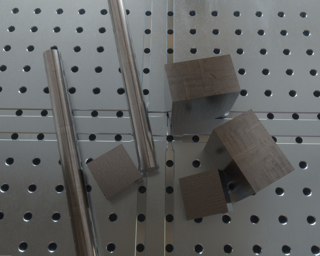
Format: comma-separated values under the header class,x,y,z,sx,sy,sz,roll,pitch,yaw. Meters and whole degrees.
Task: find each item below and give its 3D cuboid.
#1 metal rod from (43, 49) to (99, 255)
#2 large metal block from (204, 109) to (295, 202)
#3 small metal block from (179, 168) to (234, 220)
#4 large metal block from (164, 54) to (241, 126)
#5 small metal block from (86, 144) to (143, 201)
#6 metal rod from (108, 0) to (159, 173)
class,x,y,z,sx,sy,sz,roll,pitch,yaw
metal rod,-0.117,0.029,0.400,0.025,0.025,0.299,-14,71,-5
large metal block,0.100,0.036,0.370,0.050,0.080,0.080,-28,73,-10
small metal block,0.055,0.080,0.372,0.050,0.025,0.050,-19,69,21
large metal block,0.049,-0.046,0.399,0.081,0.080,0.050,-10,71,-4
small metal block,-0.056,0.056,0.391,0.050,0.025,0.050,-31,73,-11
metal rod,-0.044,-0.085,0.442,0.025,0.025,0.299,-11,70,-4
